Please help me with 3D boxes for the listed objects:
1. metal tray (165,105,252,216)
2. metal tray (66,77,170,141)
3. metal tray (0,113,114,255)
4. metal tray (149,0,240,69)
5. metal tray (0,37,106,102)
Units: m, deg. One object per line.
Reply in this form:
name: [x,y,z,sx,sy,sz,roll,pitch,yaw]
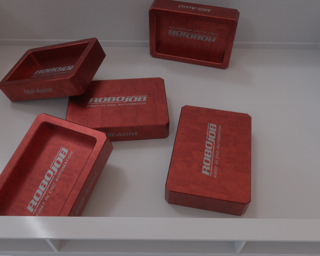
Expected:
metal tray: [0.061,0.033,0.375,0.090,0.030,0.130,9,50,7]
metal tray: [-0.056,-0.026,0.423,0.131,0.030,0.090,-3,50,-4]
metal tray: [-0.119,0.055,0.334,0.090,0.030,0.130,17,66,13]
metal tray: [0.050,-0.146,0.486,0.131,0.089,0.030,11,51,9]
metal tray: [-0.153,-0.083,0.442,0.130,0.030,0.090,-2,47,23]
